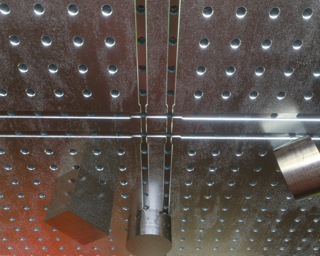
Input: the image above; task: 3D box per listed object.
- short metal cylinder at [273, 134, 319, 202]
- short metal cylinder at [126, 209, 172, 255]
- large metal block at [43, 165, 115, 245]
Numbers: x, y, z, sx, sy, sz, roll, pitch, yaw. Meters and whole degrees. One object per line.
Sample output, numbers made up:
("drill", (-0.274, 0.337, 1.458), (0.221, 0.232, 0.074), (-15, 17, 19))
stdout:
("short metal cylinder", (0.196, 0.055, 0.424), (0.050, 0.080, 0.080), (-25, 126, 20))
("short metal cylinder", (-0.019, 0.189, 0.556), (0.081, 0.050, 0.079), (0, 130, 0))
("large metal block", (-0.120, 0.119, 0.476), (0.050, 0.080, 0.080), (-28, 125, 22))
